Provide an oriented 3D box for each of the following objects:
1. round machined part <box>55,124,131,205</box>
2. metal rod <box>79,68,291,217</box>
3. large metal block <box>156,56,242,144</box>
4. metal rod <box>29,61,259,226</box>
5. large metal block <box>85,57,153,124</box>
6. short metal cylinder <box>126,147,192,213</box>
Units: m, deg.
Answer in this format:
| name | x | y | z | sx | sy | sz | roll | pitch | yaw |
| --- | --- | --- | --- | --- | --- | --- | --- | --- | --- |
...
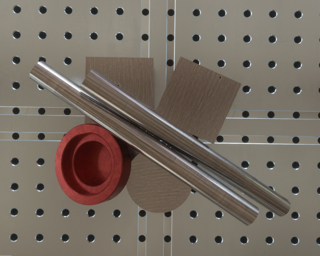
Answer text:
| name | x | y | z | sx | sy | sz | roll | pitch | yaw |
| --- | --- | --- | --- | --- | --- | --- | --- | --- | --- |
| round machined part | -0.079 | 0.044 | 0.389 | 0.098 | 0.042 | 0.097 | -1 | 86 | 23 |
| metal rod | 0.042 | 0.026 | 0.373 | 0.301 | 0.025 | 0.025 | 33 | 90 | -15 |
| large metal block | 0.045 | -0.034 | 0.396 | 0.080 | 0.050 | 0.080 | 24 | 90 | 0 |
| metal rod | -0.017 | 0.018 | 0.358 | 0.301 | 0.025 | 0.025 | 34 | 90 | -1 |
| large metal block | -0.049 | -0.045 | 0.393 | 0.081 | 0.050 | 0.079 | 1 | 90 | 0 |
| short metal cylinder | -0.001 | 0.062 | 0.396 | 0.081 | 0.050 | 0.079 | 0 | 90 | 0 |
